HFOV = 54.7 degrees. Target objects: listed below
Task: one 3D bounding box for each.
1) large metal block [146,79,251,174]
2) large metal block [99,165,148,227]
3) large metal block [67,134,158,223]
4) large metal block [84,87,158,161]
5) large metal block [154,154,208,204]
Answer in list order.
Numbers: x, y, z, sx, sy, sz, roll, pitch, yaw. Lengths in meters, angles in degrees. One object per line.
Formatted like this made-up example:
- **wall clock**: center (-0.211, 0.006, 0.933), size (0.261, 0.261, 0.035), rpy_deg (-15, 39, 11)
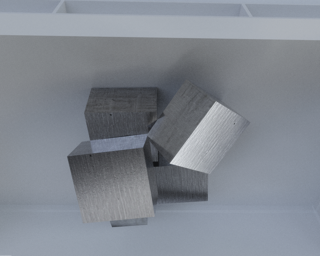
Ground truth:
- **large metal block**: center (0.045, 0.002, 0.359), size (0.080, 0.050, 0.080), rpy_deg (22, 108, -47)
- **large metal block**: center (-0.047, 0.082, 0.440), size (0.050, 0.080, 0.080), rpy_deg (-5, 130, 4)
- **large metal block**: center (-0.049, 0.056, 0.352), size (0.080, 0.050, 0.079), rpy_deg (-7, 105, 6)
- **large metal block**: center (-0.043, -0.003, 0.388), size (0.081, 0.050, 0.079), rpy_deg (-1, 130, 0)
- **large metal block**: center (0.025, 0.062, 0.441), size (0.080, 0.050, 0.080), rpy_deg (-4, 130, 3)
